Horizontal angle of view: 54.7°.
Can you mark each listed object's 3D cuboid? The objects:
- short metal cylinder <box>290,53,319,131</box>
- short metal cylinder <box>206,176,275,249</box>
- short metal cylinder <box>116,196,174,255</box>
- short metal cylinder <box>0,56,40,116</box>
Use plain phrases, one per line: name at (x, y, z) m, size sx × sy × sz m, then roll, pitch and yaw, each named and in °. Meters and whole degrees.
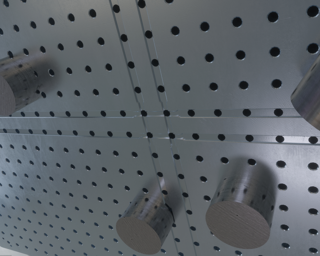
short metal cylinder at (0.165, -0.029, 0.270) m, size 0.080 × 0.080 × 0.050 m, roll 29°, pitch 128°, yaw 9°
short metal cylinder at (0.106, 0.111, 0.408) m, size 0.080 × 0.050 × 0.079 m, roll 13°, pitch 124°, yaw 21°
short metal cylinder at (-0.024, 0.158, 0.506) m, size 0.080 × 0.050 × 0.079 m, roll 13°, pitch 124°, yaw 21°
short metal cylinder at (-0.236, -0.065, 0.479) m, size 0.080 × 0.050 × 0.079 m, roll 13°, pitch 124°, yaw 21°
